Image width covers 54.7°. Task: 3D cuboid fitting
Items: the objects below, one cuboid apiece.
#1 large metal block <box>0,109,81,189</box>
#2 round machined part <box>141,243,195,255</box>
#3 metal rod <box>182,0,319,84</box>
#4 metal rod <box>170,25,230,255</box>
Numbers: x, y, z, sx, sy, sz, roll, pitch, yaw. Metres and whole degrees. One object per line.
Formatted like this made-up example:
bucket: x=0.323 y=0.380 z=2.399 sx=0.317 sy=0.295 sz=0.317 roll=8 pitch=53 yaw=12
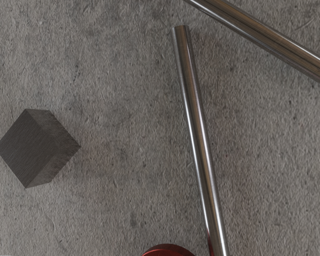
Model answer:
large metal block: x=-0.180 y=0.029 z=0.457 sx=0.080 sy=0.050 sz=0.080 roll=46 pitch=104 yaw=14
round machined part: x=0.015 y=0.196 z=0.394 sx=0.098 sy=0.042 sz=0.097 roll=0 pitch=90 yaw=19
metal rod: x=0.077 y=-0.135 z=0.364 sx=0.300 sy=0.025 sz=0.025 roll=35 pitch=101 yaw=9
metal rod: x=0.050 y=0.019 z=0.390 sx=0.025 sy=0.025 sz=0.298 roll=-11 pitch=86 yaw=19
